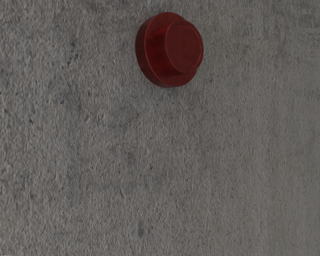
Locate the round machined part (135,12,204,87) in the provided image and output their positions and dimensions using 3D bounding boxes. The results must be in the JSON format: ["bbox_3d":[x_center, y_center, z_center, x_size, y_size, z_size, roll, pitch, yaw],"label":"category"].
[{"bbox_3d":[0.020,-0.104,0.409,0.099,0.042,0.097,0,90,-40],"label":"round machined part"}]
